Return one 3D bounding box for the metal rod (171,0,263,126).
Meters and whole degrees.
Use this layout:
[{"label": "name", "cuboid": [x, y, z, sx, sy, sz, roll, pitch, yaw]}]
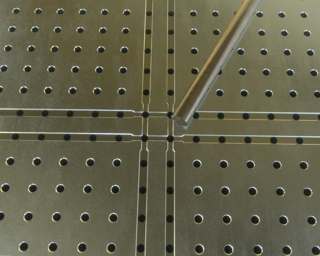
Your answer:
[{"label": "metal rod", "cuboid": [0.102, -0.131, 0.460, 0.025, 0.025, 0.300, 29, 72, 10]}]
